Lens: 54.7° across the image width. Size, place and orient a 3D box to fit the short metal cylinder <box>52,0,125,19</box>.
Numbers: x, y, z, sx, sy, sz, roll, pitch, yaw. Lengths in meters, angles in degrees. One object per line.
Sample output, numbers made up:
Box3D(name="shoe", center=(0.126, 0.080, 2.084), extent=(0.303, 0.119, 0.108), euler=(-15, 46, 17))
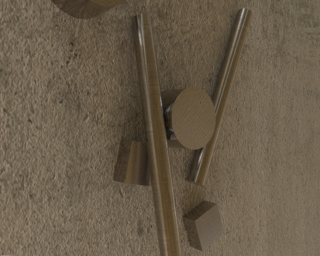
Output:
Box3D(name="short metal cylinder", center=(-0.075, -0.161, 0.325), extent=(0.081, 0.050, 0.079), euler=(0, 90, -40))

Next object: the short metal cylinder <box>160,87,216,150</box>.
Box3D(name="short metal cylinder", center=(0.029, -0.012, 0.412), extent=(0.081, 0.050, 0.079), euler=(0, 90, -40))

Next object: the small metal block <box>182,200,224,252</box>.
Box3D(name="small metal block", center=(0.065, 0.144, 0.459), extent=(0.050, 0.025, 0.050), euler=(-25, 106, -37))

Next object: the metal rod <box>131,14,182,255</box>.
Box3D(name="metal rod", center=(-0.004, 0.011, 0.370), extent=(0.025, 0.025, 0.298), euler=(-2, 82, -40))

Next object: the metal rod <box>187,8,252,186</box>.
Box3D(name="metal rod", center=(0.098, -0.057, 0.486), extent=(0.025, 0.025, 0.299), euler=(30, 72, -36))

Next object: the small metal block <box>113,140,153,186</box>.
Box3D(name="small metal block", center=(-0.026, 0.044, 0.383), extent=(0.050, 0.025, 0.050), euler=(16, 80, -39))
